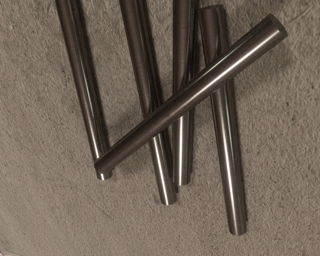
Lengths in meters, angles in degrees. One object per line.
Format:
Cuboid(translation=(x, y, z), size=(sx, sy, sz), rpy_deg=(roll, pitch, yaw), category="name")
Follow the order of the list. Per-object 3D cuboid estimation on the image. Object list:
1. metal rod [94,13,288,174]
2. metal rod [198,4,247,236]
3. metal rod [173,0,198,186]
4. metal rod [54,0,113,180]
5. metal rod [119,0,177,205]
Cuboid(translation=(0.008, -0.016, 0.357), size=(0.025, 0.025, 0.299), rpy_deg=(48, 128, -6), category="metal rod")
Cuboid(translation=(0.080, 0.011, 0.371), size=(0.025, 0.025, 0.298), rpy_deg=(1, 119, 27), category="metal rod")
Cuboid(translation=(0.027, -0.055, 0.357), size=(0.025, 0.025, 0.298), rpy_deg=(12, 124, 21), category="metal rod")
Cuboid(translation=(-0.102, -0.053, 0.425), size=(0.025, 0.025, 0.298), rpy_deg=(8, 122, 23), category="metal rod")
Cuboid(translation=(-0.011, -0.023, 0.396), size=(0.025, 0.025, 0.298), rpy_deg=(4, 120, 26), category="metal rod")
